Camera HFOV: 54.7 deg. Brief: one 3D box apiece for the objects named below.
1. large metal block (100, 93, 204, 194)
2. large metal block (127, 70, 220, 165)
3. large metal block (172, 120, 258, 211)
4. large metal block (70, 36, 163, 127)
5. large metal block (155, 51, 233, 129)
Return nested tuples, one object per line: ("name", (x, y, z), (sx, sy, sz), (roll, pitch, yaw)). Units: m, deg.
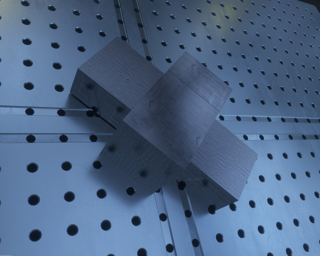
("large metal block", (-0.011, 0.021, 0.356), (0.080, 0.080, 0.050), (39, 51, -2))
("large metal block", (0.012, -0.011, 0.388), (0.080, 0.080, 0.050), (39, 51, -2))
("large metal block", (0.070, 0.046, 0.403), (0.080, 0.050, 0.080), (39, 52, -2))
("large metal block", (-0.053, -0.057, 0.396), (0.080, 0.050, 0.080), (38, 52, -3))
("large metal block", (0.036, -0.042, 0.420), (0.080, 0.080, 0.050), (39, 51, -2))
